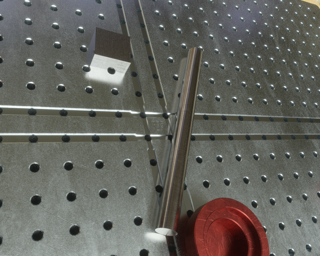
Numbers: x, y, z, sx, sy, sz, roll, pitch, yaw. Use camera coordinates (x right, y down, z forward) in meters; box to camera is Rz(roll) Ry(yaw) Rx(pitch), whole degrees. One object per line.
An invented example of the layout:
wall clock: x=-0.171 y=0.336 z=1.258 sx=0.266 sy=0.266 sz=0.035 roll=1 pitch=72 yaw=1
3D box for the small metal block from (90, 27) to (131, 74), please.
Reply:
small metal block: x=-0.070 y=-0.109 z=0.437 sx=0.050 sy=0.025 sz=0.050 roll=9 pitch=58 yaw=-23

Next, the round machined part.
round machined part: x=0.072 y=0.133 z=0.354 sx=0.099 sy=0.042 sz=0.098 roll=14 pitch=56 yaw=-21

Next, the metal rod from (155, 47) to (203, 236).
metal rod: x=0.033 y=-0.005 z=0.428 sx=0.025 sy=0.025 sz=0.300 roll=23 pitch=53 yaw=-15
